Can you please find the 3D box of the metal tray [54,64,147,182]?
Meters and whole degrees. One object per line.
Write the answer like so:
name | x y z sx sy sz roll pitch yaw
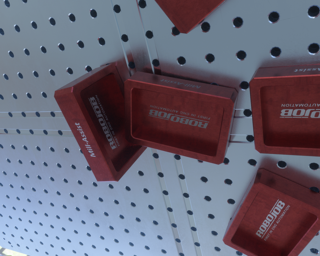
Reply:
metal tray | -0.070 -0.007 0.402 0.030 0.090 0.129 -8 115 32

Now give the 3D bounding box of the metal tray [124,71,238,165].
metal tray | 0.022 -0.013 0.381 0.130 0.030 0.089 13 123 16

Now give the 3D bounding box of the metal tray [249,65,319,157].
metal tray | 0.162 -0.016 0.312 0.130 0.030 0.090 1 119 27

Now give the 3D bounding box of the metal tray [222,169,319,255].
metal tray | 0.147 0.124 0.407 0.090 0.030 0.129 24 127 13

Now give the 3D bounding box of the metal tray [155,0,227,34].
metal tray | 0.044 -0.163 0.285 0.130 0.030 0.090 -34 100 38
